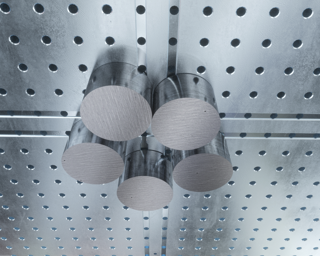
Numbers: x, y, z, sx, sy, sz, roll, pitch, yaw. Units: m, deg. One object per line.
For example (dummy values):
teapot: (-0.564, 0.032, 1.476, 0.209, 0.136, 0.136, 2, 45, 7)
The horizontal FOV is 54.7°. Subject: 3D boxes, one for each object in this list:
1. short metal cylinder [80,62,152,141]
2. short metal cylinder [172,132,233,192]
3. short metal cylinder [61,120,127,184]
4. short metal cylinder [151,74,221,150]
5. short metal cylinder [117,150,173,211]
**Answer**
short metal cylinder: (-0.049, -0.030, 0.368, 0.081, 0.050, 0.079, -1, 130, 0)
short metal cylinder: (0.057, 0.045, 0.433, 0.081, 0.050, 0.079, 0, 132, 0)
short metal cylinder: (-0.087, 0.032, 0.421, 0.081, 0.050, 0.079, 0, 131, 0)
short metal cylinder: (0.030, -0.019, 0.378, 0.081, 0.050, 0.079, 0, 131, 0)
short metal cylinder: (-0.021, 0.079, 0.461, 0.081, 0.050, 0.079, 0, 130, 0)
